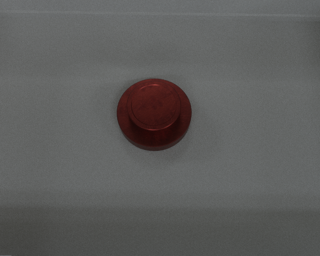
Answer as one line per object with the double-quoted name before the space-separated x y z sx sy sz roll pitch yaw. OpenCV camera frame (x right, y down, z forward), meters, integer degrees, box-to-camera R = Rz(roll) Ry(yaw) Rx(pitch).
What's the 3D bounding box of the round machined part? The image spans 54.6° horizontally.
"round machined part" -0.007 -0.022 0.406 0.099 0.042 0.098 0 70 0
